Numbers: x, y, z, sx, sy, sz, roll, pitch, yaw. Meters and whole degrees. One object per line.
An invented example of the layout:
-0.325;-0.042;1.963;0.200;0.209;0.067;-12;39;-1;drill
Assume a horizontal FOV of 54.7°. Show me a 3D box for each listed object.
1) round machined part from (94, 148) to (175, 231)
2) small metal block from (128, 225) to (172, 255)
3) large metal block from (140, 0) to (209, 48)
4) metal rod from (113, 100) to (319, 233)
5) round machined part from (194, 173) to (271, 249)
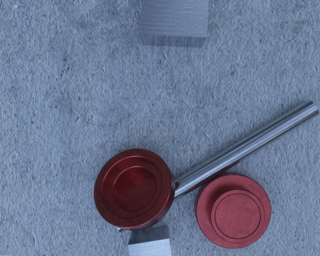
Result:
-0.029;0.078;0.387;0.098;0.042;0.098;-7;61;14;round machined part
-0.012;0.149;0.397;0.050;0.050;0.025;-9;90;0;small metal block
0.018;-0.151;0.397;0.081;0.050;0.079;2;90;0;large metal block
0.073;0.050;0.410;0.301;0.025;0.025;-31;90;0;metal rod
0.096;0.109;0.402;0.099;0.042;0.097;0;90;0;round machined part
